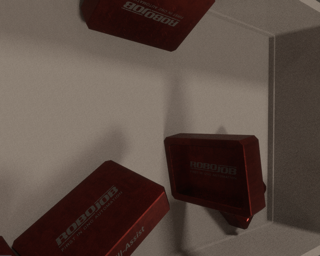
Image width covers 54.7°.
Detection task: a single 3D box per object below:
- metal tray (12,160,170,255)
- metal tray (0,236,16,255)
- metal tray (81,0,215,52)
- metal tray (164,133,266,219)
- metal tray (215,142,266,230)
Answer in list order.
[{"bbox_3d":[-0.064,0.096,0.308,0.131,0.090,0.030,-42,136,-32],"label":"metal tray"},{"bbox_3d":[-0.137,0.138,0.220,0.091,0.130,0.030,-16,117,-42],"label":"metal tray"},{"bbox_3d":[-0.011,-0.142,0.355,0.131,0.090,0.030,4,53,-40],"label":"metal tray"},{"bbox_3d":[0.064,0.054,0.395,0.030,0.130,0.089,-14,100,-40],"label":"metal tray"},{"bbox_3d":[0.121,0.091,0.507,0.090,0.030,0.130,-52,121,-27],"label":"metal tray"}]
